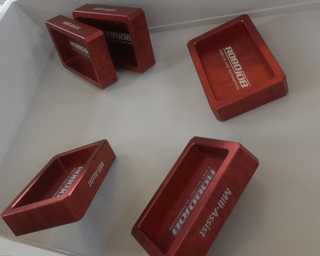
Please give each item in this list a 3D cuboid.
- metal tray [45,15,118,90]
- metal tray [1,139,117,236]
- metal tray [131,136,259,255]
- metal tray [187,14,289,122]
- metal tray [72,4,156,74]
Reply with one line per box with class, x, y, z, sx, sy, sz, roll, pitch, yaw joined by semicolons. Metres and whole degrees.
metal tray;-0.129;-0.125;0.505;0.030;0.090;0.130;-38;48;-26
metal tray;-0.116;0.067;0.379;0.090;0.030;0.130;-18;21;18
metal tray;0.031;0.072;0.314;0.130;0.030;0.090;-55;21;-12
metal tray;0.095;-0.081;0.402;0.090;0.030;0.130;-23;53;14
metal tray;-0.073;-0.142;0.486;0.130;0.090;0.030;20;49;35
